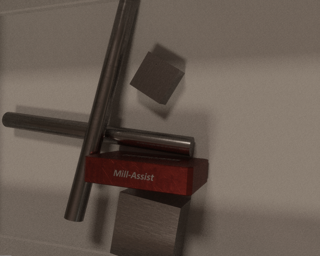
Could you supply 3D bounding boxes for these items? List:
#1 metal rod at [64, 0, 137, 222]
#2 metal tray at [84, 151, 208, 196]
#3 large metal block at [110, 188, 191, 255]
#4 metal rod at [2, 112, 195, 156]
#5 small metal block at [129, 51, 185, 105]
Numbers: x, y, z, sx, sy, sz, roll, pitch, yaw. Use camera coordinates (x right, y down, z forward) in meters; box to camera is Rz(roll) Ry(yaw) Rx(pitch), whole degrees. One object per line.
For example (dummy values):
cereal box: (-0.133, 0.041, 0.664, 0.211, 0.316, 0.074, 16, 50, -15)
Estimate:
metal rod: (-0.078, -0.027, 0.414, 0.025, 0.025, 0.298, 12, 85, 19)
metal tray: (-0.014, 0.051, 0.380, 0.130, 0.090, 0.030, 4, 92, 19)
large metal block: (-0.011, 0.126, 0.400, 0.080, 0.050, 0.079, 11, 94, 19)
metal rod: (-0.100, 0.005, 0.444, 0.301, 0.025, 0.025, 8, 93, 19)
small metal block: (-0.004, -0.066, 0.411, 0.050, 0.025, 0.050, 35, 101, 16)
